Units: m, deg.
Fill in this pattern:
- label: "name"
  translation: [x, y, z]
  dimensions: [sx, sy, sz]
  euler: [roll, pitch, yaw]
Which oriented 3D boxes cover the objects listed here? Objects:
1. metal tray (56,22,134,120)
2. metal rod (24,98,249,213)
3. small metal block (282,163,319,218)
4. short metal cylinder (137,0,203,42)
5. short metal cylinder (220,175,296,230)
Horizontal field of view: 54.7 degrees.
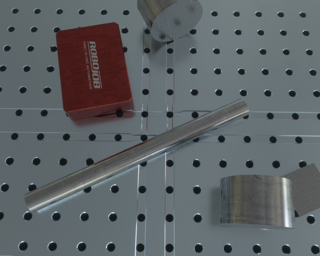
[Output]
- label: "metal tray"
  translation: [-0.093, -0.082, 0.438]
  dimensions: [0.091, 0.030, 0.130]
  euler: [-11, 70, -4]
- label: "metal rod"
  translation: [-0.022, 0.031, 0.399]
  dimensions: [0.302, 0.025, 0.025]
  euler: [-24, 72, -9]
- label: "small metal block"
  translation: [0.177, 0.078, 0.385]
  dimensions: [0.050, 0.025, 0.050]
  euler: [-21, 71, -8]
- label: "short metal cylinder"
  translation: [0.014, -0.171, 0.445]
  dimensions: [0.080, 0.080, 0.050]
  euler: [-23, 72, -8]
- label: "short metal cylinder"
  translation: [0.109, 0.086, 0.352]
  dimensions: [0.080, 0.080, 0.050]
  euler: [4, 70, 1]
